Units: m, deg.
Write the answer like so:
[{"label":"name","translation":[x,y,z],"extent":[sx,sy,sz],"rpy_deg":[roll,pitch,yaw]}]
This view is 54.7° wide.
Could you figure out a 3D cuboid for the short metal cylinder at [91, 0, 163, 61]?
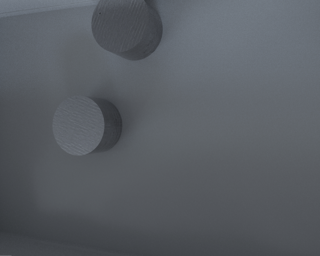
[{"label":"short metal cylinder","translation":[-0.043,-0.135,0.412],"extent":[0.080,0.050,0.080],"rpy_deg":[0,90,20]}]

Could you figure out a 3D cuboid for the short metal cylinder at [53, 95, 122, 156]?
[{"label":"short metal cylinder","translation":[-0.100,-0.004,0.433],"extent":[0.080,0.050,0.080],"rpy_deg":[0,90,20]}]
